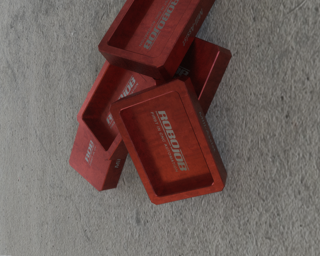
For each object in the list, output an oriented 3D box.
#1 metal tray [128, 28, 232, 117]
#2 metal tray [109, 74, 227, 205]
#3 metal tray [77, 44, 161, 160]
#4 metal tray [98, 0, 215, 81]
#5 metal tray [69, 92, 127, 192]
[{"bbox_3d":[0.014,-0.076,0.390,0.130,0.030,0.089,34,110,34],"label":"metal tray"},{"bbox_3d":[0.011,0.016,0.348,0.090,0.030,0.129,-18,103,22],"label":"metal tray"},{"bbox_3d":[-0.052,-0.033,0.405,0.090,0.030,0.129,49,118,28],"label":"metal tray"},{"bbox_3d":[-0.001,-0.125,0.358,0.090,0.030,0.130,22,76,27],"label":"metal tray"},{"bbox_3d":[-0.088,0.018,0.472,0.090,0.030,0.129,31,109,35],"label":"metal tray"}]
